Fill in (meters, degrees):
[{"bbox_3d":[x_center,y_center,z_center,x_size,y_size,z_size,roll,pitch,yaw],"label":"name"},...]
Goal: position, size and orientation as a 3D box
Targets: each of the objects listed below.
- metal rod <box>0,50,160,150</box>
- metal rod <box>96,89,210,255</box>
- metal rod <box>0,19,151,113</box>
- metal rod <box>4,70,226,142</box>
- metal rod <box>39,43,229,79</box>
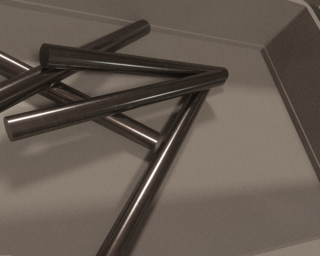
[{"bbox_3d":[-0.137,-0.051,0.363,0.301,0.025,0.025,27,52,-11],"label":"metal rod"},{"bbox_3d":[0.006,0.035,0.388,0.025,0.025,0.301,36,51,-5],"label":"metal rod"},{"bbox_3d":[-0.097,-0.086,0.381,0.025,0.025,0.302,43,43,1],"label":"metal rod"},{"bbox_3d":[-0.027,-0.037,0.381,0.302,0.025,0.025,-18,72,-35],"label":"metal rod"},{"bbox_3d":[-0.007,-0.082,0.418,0.302,0.025,0.025,-4,63,-42],"label":"metal rod"}]
